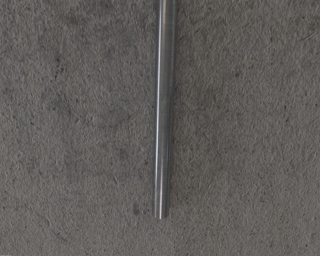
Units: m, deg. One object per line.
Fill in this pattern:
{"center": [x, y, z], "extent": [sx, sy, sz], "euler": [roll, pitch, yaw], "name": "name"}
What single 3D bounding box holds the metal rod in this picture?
{"center": [0.005, -0.014, 0.404], "extent": [0.025, 0.025, 0.298], "euler": [1, 110, -1], "name": "metal rod"}
